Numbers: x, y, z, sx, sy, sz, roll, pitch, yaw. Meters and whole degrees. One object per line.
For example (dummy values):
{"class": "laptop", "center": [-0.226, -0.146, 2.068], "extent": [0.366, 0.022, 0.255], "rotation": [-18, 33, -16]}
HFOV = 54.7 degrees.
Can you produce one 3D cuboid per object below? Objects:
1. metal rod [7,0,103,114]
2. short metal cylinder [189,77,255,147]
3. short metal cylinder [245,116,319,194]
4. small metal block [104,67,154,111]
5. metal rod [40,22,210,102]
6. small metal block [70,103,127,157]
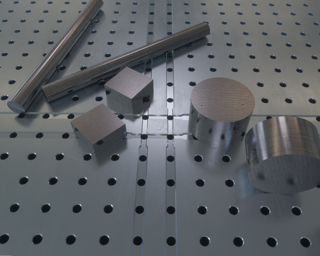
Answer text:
{"class": "metal rod", "center": [-0.162, -0.139, 0.523], "extent": [0.025, 0.025, 0.300], "rotation": [11, 51, 9]}
{"class": "short metal cylinder", "center": [0.079, -0.022, 0.410], "extent": [0.080, 0.050, 0.080], "rotation": [0, 50, 0]}
{"class": "short metal cylinder", "center": [0.138, 0.032, 0.346], "extent": [0.080, 0.080, 0.050], "rotation": [5, 50, 4]}
{"class": "small metal block", "center": [-0.045, -0.059, 0.456], "extent": [0.050, 0.025, 0.050], "rotation": [29, 56, 22]}
{"class": "metal rod", "center": [-0.042, -0.113, 0.502], "extent": [0.302, 0.025, 0.025], "rotation": [-28, 56, -22]}
{"class": "small metal block", "center": [-0.080, 0.001, 0.406], "extent": [0.050, 0.025, 0.050], "rotation": [-35, 58, -26]}
